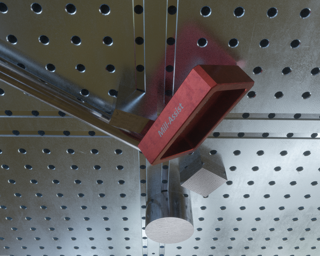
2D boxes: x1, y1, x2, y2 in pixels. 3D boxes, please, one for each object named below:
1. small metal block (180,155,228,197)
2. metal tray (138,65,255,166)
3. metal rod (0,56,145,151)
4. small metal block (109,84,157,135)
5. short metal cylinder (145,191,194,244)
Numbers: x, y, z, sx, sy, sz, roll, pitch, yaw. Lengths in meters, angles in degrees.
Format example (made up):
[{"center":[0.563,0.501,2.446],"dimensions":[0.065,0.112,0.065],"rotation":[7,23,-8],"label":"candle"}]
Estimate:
[{"center":[0.066,0.075,0.477],"dimensions":[0.050,0.025,0.050],"rotation":[29,124,-23],"label":"small metal block"},{"center":[0.041,-0.014,0.363],"dimensions":[0.091,0.030,0.129],"rotation":[-11,146,-48],"label":"metal tray"},{"center":[-0.123,-0.035,0.379],"dimensions":[0.301,0.025,0.025],"rotation":[29,124,-23],"label":"metal rod"},{"center":[-0.031,-0.022,0.376],"dimensions":[0.050,0.050,0.025],"rotation":[17,128,-15],"label":"small metal block"},{"center":[0.016,0.153,0.526],"dimensions":[0.081,0.050,0.079],"rotation":[0,130,0],"label":"short metal cylinder"}]
